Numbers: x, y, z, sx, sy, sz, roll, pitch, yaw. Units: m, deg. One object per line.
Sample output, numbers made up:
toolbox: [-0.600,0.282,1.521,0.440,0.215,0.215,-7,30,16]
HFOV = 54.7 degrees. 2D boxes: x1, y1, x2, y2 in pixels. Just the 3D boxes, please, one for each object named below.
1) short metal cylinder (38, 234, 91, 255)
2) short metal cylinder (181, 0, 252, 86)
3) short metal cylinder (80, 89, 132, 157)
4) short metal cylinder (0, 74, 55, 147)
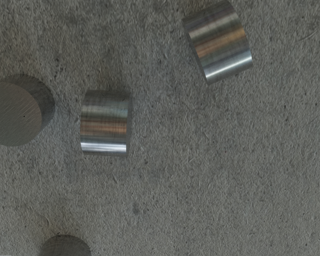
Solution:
short metal cylinder: [-0.150,0.212,0.473,0.081,0.050,0.079,0,110,0]
short metal cylinder: [0.062,-0.094,0.346,0.050,0.080,0.080,-22,109,8]
short metal cylinder: [-0.062,-0.006,0.378,0.050,0.080,0.079,3,110,-1]
short metal cylinder: [-0.179,-0.023,0.386,0.081,0.050,0.079,0,110,0]
